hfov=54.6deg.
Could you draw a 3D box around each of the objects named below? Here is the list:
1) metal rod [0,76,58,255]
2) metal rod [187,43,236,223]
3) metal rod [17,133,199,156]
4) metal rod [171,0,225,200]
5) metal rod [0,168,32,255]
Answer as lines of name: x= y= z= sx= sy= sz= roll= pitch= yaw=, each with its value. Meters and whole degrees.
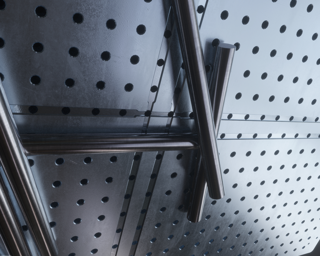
metal rod: x=-0.150 y=0.061 z=0.339 sx=0.025 sy=0.025 sz=0.298 roll=-15 pitch=133 yaw=-20
metal rod: x=0.071 y=0.025 z=0.464 sx=0.025 sy=0.025 sz=0.298 roll=-9 pitch=122 yaw=-24
metal rod: x=-0.082 y=0.019 z=0.377 sx=0.302 sy=0.025 sz=0.025 roll=0 pitch=118 yaw=-29
metal rod: x=0.055 y=-0.024 z=0.405 sx=0.025 sy=0.025 sz=0.299 roll=-23 pitch=121 yaw=-14
metal rod: x=-0.178 y=0.114 z=0.364 sx=0.025 sy=0.025 sz=0.298 roll=-14 pitch=130 yaw=-21
